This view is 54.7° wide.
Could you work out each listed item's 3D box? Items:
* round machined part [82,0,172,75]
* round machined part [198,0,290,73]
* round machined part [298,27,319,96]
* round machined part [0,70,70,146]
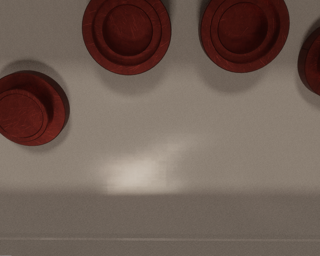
[{"bbox_3d":[-0.037,-0.114,0.360,0.099,0.042,0.097,0,110,-1],"label":"round machined part"},{"bbox_3d":[0.094,-0.116,0.361,0.099,0.042,0.097,0,110,-1],"label":"round machined part"},{"bbox_3d":[0.225,-0.081,0.376,0.099,0.042,0.097,0,110,-1],"label":"round machined part"},{"bbox_3d":[-0.170,-0.021,0.392,0.099,0.042,0.097,0,110,-1],"label":"round machined part"}]
